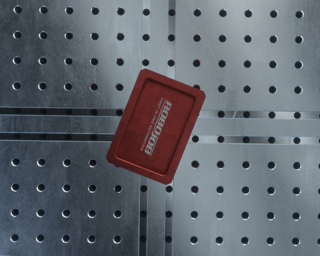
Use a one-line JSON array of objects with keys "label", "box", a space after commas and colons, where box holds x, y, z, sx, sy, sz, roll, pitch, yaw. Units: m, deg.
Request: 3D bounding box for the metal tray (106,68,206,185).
[{"label": "metal tray", "box": [-0.005, -0.002, 0.411, 0.090, 0.030, 0.129, 22, 90, -1]}]
